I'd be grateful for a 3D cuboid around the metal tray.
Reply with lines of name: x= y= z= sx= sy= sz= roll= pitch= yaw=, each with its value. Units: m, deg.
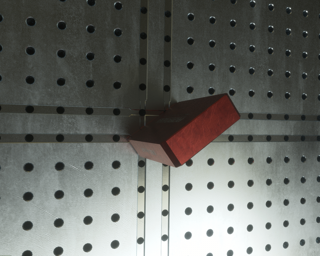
metal tray: x=0.022 y=0.001 z=0.366 sx=0.090 sy=0.130 sz=0.030 roll=-36 pitch=102 yaw=-17
